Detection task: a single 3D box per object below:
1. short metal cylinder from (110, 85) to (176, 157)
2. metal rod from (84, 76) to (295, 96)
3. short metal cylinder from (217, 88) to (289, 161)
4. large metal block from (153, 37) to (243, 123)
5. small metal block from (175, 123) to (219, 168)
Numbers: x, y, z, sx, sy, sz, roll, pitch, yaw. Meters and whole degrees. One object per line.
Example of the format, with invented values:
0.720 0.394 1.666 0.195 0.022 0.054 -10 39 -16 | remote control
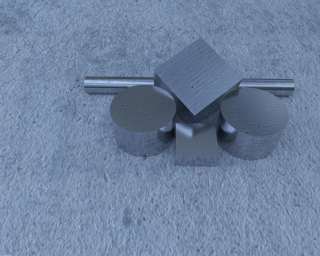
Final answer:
-0.021 -0.010 0.395 0.081 0.050 0.080 0 50 0 | short metal cylinder
0.042 -0.062 0.456 0.302 0.025 0.025 1 50 0 | metal rod
0.114 -0.005 0.393 0.081 0.050 0.080 0 50 0 | short metal cylinder
0.048 -0.060 0.416 0.080 0.050 0.080 -37 75 -12 | large metal block
0.044 0.021 0.388 0.050 0.025 0.050 2 50 1 | small metal block
